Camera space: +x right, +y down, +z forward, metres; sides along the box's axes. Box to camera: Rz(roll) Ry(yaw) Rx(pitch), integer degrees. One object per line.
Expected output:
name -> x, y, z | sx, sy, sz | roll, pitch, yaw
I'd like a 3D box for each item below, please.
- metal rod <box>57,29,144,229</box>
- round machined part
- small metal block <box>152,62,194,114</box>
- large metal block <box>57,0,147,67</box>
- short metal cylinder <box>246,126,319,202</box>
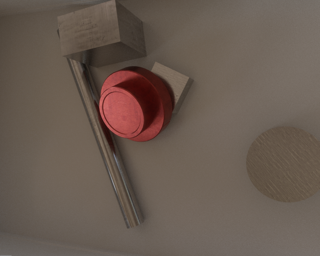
metal rod -> -0.086, -0.007, 0.439 | 0.025, 0.025, 0.299 | -23, 82, 18
round machined part -> -0.037, -0.026, 0.393 | 0.098, 0.042, 0.097 | 14, 120, 26
small metal block -> 0.009, -0.052, 0.407 | 0.050, 0.025, 0.050 | 28, 99, 17
large metal block -> -0.072, -0.118, 0.406 | 0.080, 0.080, 0.050 | -8, 87, 19
short metal cylinder -> 0.140, 0.038, 0.348 | 0.080, 0.050, 0.079 | 0, 90, 19
